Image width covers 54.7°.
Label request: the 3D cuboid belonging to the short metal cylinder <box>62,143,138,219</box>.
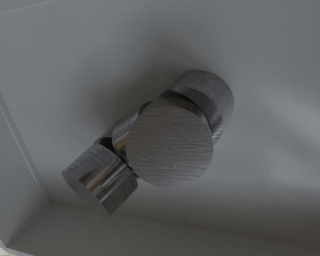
[{"bbox_3d":[-0.075,0.066,0.385,0.080,0.050,0.080,32,150,22],"label":"short metal cylinder"}]

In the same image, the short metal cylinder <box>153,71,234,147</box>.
[{"bbox_3d":[0.039,-0.020,0.357,0.080,0.050,0.079,13,124,20],"label":"short metal cylinder"}]

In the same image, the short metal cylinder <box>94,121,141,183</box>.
[{"bbox_3d":[-0.049,0.035,0.436,0.080,0.050,0.079,13,124,20],"label":"short metal cylinder"}]

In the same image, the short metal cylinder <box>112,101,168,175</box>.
[{"bbox_3d":[-0.011,0.014,0.384,0.050,0.080,0.080,-33,100,38],"label":"short metal cylinder"}]

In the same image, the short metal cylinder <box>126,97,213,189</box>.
[{"bbox_3d":[0.011,0.013,0.307,0.080,0.050,0.079,1,105,5],"label":"short metal cylinder"}]
